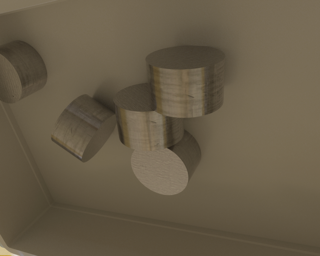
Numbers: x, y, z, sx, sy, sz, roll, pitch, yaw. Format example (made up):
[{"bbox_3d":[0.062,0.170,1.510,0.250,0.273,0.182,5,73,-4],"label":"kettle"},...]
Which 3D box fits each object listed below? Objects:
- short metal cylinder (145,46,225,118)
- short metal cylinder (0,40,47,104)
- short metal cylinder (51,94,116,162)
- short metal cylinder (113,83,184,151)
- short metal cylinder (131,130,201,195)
[{"bbox_3d":[0.027,-0.051,0.327,0.080,0.080,0.050,10,122,23],"label":"short metal cylinder"},{"bbox_3d":[-0.216,-0.083,0.455,0.080,0.050,0.079,13,124,21],"label":"short metal cylinder"},{"bbox_3d":[-0.102,0.000,0.427,0.050,0.080,0.079,34,129,6],"label":"short metal cylinder"},{"bbox_3d":[-0.012,-0.016,0.370,0.080,0.080,0.050,10,123,23],"label":"short metal cylinder"},{"bbox_3d":[0.009,0.042,0.414,0.080,0.050,0.079,13,124,21],"label":"short metal cylinder"}]
